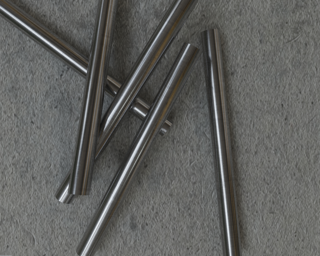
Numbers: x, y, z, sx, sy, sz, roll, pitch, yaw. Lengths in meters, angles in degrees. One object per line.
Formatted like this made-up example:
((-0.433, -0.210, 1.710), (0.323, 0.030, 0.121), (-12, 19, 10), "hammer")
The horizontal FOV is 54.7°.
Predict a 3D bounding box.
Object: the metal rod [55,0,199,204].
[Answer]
((-0.047, -0.031, 0.384), (0.025, 0.025, 0.299), (33, 100, 0), "metal rod")

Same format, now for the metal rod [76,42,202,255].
((-0.030, 0.034, 0.390), (0.025, 0.025, 0.299), (28, 98, 0), "metal rod")

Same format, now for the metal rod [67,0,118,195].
((-0.077, -0.070, 0.383), (0.025, 0.025, 0.299), (6, 80, 0), "metal rod")

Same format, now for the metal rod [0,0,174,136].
((-0.110, -0.088, 0.408), (0.301, 0.025, 0.025), (37, 90, 0), "metal rod")

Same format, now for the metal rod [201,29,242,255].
((0.081, 0.021, 0.410), (0.025, 0.025, 0.298), (-6, 90, 0), "metal rod")
